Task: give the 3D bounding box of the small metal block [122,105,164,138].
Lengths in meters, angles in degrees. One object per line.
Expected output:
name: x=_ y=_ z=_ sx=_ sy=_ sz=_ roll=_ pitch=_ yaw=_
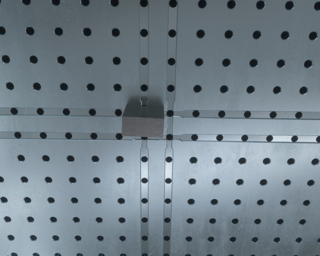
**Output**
small metal block: x=-0.021 y=-0.009 z=0.396 sx=0.050 sy=0.050 sz=0.025 roll=3 pitch=110 yaw=-1
